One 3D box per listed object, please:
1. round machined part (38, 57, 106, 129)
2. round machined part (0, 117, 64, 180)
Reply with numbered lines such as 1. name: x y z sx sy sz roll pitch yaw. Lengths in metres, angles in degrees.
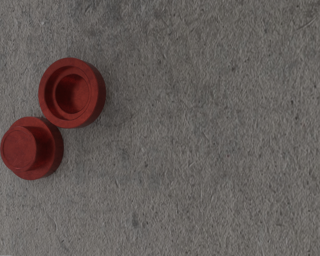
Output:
1. round machined part: -0.120 -0.048 0.442 0.098 0.042 0.097 0 90 20
2. round machined part: -0.200 0.031 0.471 0.098 0.042 0.097 0 90 20
